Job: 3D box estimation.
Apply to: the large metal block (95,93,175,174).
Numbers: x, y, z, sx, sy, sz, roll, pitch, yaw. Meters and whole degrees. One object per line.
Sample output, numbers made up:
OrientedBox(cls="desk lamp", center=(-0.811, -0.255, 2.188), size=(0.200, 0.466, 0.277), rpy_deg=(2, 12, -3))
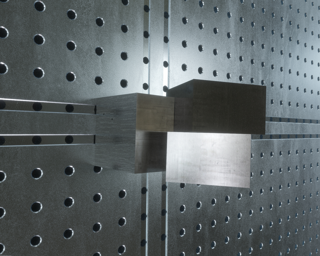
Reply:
OrientedBox(cls="large metal block", center=(-0.031, 0.005, 0.350), size=(0.050, 0.080, 0.079), rpy_deg=(2, 89, -40))

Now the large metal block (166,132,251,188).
OrientedBox(cls="large metal block", center=(0.057, 0.031, 0.336), size=(0.080, 0.080, 0.050), rpy_deg=(8, 84, -73))

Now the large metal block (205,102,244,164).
OrientedBox(cls="large metal block", center=(0.071, 0.008, 0.435), size=(0.050, 0.080, 0.080), rpy_deg=(5, 87, -40))

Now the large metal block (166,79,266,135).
OrientedBox(cls="large metal block", center=(0.057, -0.019, 0.340), size=(0.081, 0.080, 0.050), rpy_deg=(2, 88, -18))

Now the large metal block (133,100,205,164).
OrientedBox(cls="large metal block", center=(0.012, 0.005, 0.403), size=(0.081, 0.050, 0.080), rpy_deg=(3, 88, -40))
